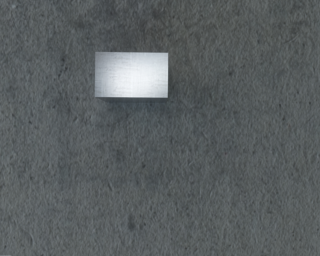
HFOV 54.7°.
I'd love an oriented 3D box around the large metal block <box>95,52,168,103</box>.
[{"bbox_3d":[-0.032,-0.059,0.382,0.081,0.080,0.050,1,90,-1],"label":"large metal block"}]
